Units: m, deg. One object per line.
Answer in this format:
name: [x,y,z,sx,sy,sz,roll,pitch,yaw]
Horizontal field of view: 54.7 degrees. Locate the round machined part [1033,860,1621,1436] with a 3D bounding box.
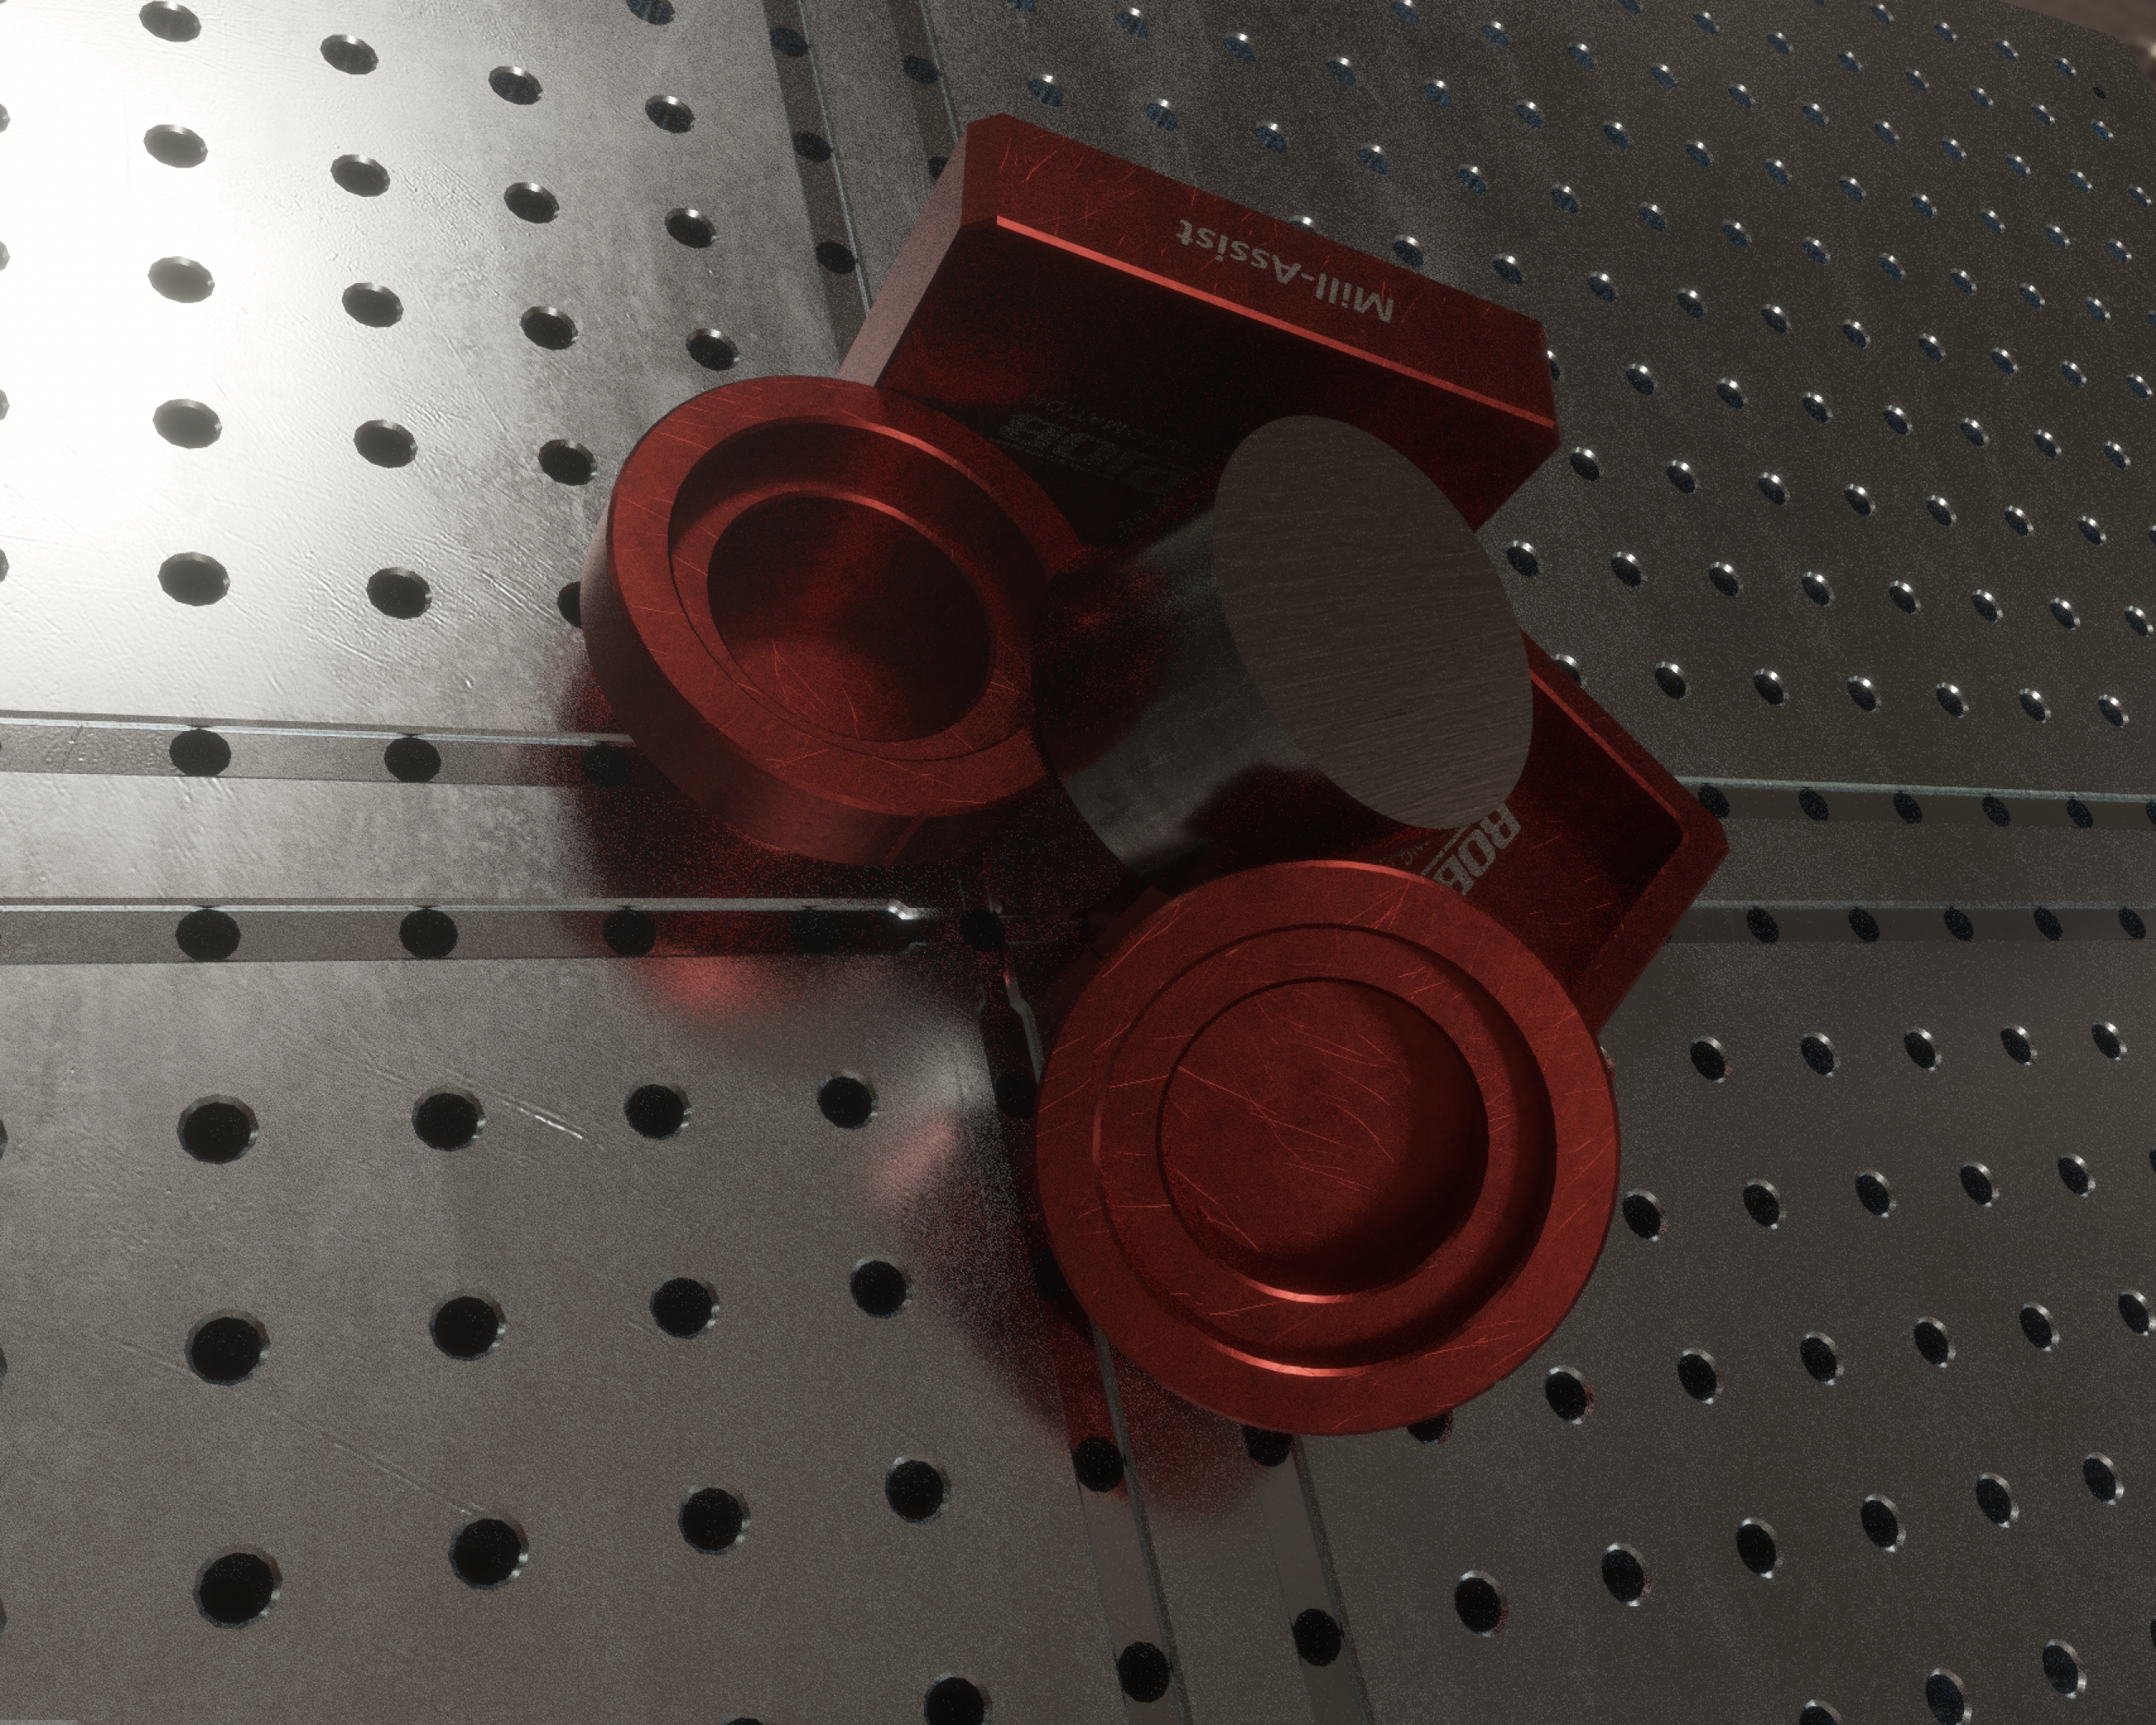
round machined part: [0.043,0.048,0.371,0.099,0.042,0.097,0,92,5]

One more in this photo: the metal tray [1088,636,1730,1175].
metal tray: [0.074,0.004,0.444,0.090,0.030,0.131,45,51,3]

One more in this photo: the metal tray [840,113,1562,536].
metal tray: [0.022,-0.093,0.436,0.131,0.090,0.030,14,56,-21]

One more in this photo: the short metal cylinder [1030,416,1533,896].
short metal cylinder: [0.038,-0.035,0.388,0.081,0.050,0.080,18,60,-34]

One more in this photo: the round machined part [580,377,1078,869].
round machined part: [-0.046,-0.041,0.399,0.099,0.042,0.098,14,56,-21]
